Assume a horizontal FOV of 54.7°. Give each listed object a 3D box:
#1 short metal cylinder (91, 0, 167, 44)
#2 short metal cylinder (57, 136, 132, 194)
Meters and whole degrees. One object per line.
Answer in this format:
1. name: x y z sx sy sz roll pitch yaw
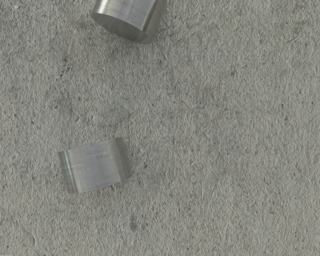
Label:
1. short metal cylinder: -0.038 -0.144 0.382 0.080 0.080 0.050 21 90 0
2. short metal cylinder: -0.079 0.044 0.382 0.080 0.080 0.050 -14 90 0
